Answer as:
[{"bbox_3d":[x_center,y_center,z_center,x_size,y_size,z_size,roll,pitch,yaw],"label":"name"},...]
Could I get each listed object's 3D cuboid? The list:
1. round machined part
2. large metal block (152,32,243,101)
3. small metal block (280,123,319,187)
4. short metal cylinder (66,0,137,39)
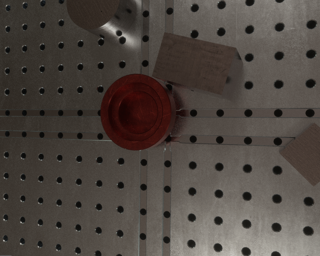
[{"bbox_3d":[-0.026,-0.020,0.412,0.098,0.042,0.097,0,90,19],"label":"round machined part"},{"bbox_3d":[0.048,-0.070,0.366,0.080,0.080,0.050,18,96,18],"label":"large metal block"},{"bbox_3d":[0.174,0.029,0.352,0.050,0.025,0.050,-46,76,14],"label":"small metal block"},{"bbox_3d":[-0.079,-0.168,0.426,0.080,0.050,0.079,0,90,19],"label":"short metal cylinder"}]
